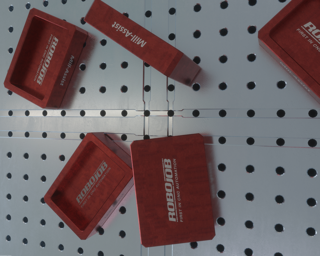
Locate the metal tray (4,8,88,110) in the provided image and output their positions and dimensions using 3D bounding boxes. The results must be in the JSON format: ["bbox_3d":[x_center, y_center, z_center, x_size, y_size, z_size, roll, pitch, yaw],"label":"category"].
[{"bbox_3d":[-0.176,-0.104,0.472,0.090,0.030,0.129,27,99,18],"label":"metal tray"}]

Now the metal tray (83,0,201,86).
[{"bbox_3d":[-0.019,-0.104,0.385,0.130,0.090,0.030,37,102,16],"label":"metal tray"}]

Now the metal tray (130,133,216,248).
[{"bbox_3d":[0.015,0.076,0.389,0.090,0.030,0.129,-7,88,0],"label":"metal tray"}]

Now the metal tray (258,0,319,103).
[{"bbox_3d":[0.186,-0.089,0.343,0.090,0.030,0.130,-43,77,15],"label":"metal tray"}]

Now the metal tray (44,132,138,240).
[{"bbox_3d":[-0.098,0.081,0.444,0.090,0.030,0.130,40,102,15],"label":"metal tray"}]
